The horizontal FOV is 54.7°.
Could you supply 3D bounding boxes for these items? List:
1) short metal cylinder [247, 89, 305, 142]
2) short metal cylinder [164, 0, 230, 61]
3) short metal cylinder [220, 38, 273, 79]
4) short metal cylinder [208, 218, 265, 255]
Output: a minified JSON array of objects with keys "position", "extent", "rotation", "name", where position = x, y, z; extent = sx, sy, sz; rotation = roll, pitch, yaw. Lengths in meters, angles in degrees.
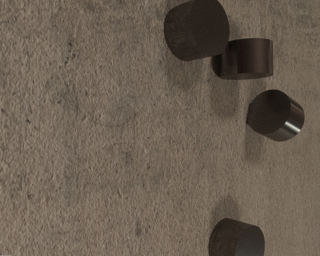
[{"position":[0.202,-0.021,0.541],"extent":[0.050,0.080,0.080],"rotation":[22,76,-38],"name":"short metal cylinder"},{"position":[0.052,-0.138,0.434],"extent":[0.081,0.050,0.079],"rotation":[0,90,-40],"name":"short metal cylinder"},{"position":[0.135,-0.105,0.484],"extent":[0.081,0.080,0.050],"rotation":[-3,92,-40],"name":"short metal cylinder"},{"position":[0.123,0.190,0.496],"extent":[0.081,0.050,0.079],"rotation":[0,90,-40],"name":"short metal cylinder"}]
